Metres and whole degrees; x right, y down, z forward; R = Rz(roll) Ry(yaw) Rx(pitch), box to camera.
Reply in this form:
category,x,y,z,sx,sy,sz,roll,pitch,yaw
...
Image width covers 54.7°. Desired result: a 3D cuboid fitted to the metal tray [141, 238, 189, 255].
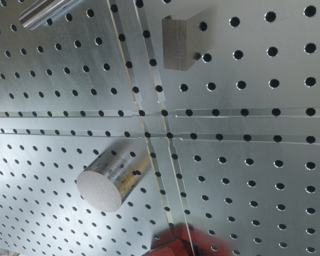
category,x,y,z,sx,sy,sz,roll,pitch,yaw
metal tray,0.027,0.264,0.524,0.090,0.030,0.130,-39,73,38

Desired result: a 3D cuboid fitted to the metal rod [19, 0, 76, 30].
category,x,y,z,sx,sy,sz,roll,pitch,yaw
metal rod,-0.056,-0.176,0.330,0.300,0.025,0.025,-16,111,34

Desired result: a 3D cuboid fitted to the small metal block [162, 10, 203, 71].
category,x,y,z,sx,sy,sz,roll,pitch,yaw
small metal block,0.025,-0.093,0.324,0.025,0.050,0.050,11,123,22

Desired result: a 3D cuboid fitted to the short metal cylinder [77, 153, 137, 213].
category,x,y,z,sx,sy,sz,roll,pitch,yaw
short metal cylinder,-0.083,0.086,0.490,0.080,0.050,0.079,13,124,20
